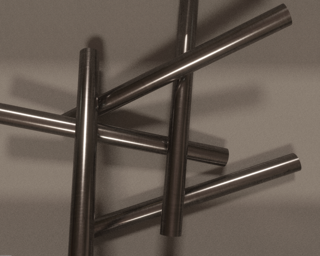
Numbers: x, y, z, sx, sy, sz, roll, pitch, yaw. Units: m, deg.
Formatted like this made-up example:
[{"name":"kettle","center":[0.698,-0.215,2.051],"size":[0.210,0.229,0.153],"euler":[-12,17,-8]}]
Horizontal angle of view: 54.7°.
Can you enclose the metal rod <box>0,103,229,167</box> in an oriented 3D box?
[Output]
[{"name":"metal rod","center":[-0.059,0.009,0.391],"size":[0.302,0.025,0.025],"euler":[12,90,-8]}]

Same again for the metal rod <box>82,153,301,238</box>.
[{"name":"metal rod","center":[0.039,0.092,0.412],"size":[0.302,0.025,0.025],"euler":[-18,90,-1]}]

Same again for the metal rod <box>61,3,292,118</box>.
[{"name":"metal rod","center":[0.005,-0.064,0.374],"size":[0.300,0.025,0.025],"euler":[-24,91,14]}]

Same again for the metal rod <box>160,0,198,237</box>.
[{"name":"metal rod","center":[0.026,-0.023,0.385],"size":[0.025,0.025,0.299],"euler":[5,80,-1]}]

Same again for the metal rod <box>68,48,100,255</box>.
[{"name":"metal rod","center":[-0.083,0.044,0.343],"size":[0.025,0.025,0.299],"euler":[-3,69,0]}]
